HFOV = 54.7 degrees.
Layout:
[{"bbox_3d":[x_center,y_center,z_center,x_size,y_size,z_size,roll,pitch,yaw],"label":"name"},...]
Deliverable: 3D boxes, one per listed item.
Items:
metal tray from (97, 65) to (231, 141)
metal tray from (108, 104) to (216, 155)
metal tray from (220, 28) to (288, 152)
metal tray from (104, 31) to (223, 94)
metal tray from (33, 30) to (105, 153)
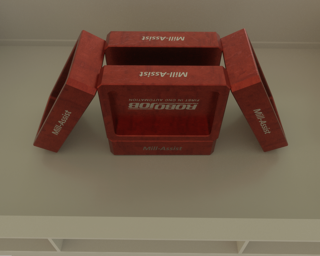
[{"bbox_3d":[0.004,-0.025,0.342,0.131,0.089,0.030,0,50,-1],"label":"metal tray"},{"bbox_3d":[0.003,-0.009,0.408,0.131,0.030,0.090,0,50,-1],"label":"metal tray"},{"bbox_3d":[0.114,-0.042,0.372,0.030,0.130,0.090,-20,47,23],"label":"metal tray"},{"bbox_3d":[0.004,-0.072,0.381,0.131,0.089,0.030,0,50,0],"label":"metal tray"},{"bbox_3d":[-0.109,-0.040,0.370,0.030,0.129,0.090,22,46,-24],"label":"metal tray"}]
